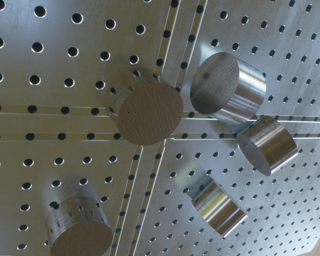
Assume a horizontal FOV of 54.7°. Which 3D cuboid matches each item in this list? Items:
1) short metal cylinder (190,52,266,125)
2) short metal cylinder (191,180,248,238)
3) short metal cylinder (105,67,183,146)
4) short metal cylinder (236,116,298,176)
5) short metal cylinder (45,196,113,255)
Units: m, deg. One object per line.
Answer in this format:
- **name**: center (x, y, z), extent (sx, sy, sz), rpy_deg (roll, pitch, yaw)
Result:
- **short metal cylinder**: center (0.084, -0.049, 0.391), extent (0.050, 0.080, 0.080), rpy_deg (17, 110, -35)
- **short metal cylinder**: center (0.098, 0.132, 0.511), extent (0.050, 0.080, 0.080), rpy_deg (-45, 129, 3)
- **short metal cylinder**: center (-0.020, -0.026, 0.368), extent (0.081, 0.050, 0.079), rpy_deg (-14, 124, -21)
- **short metal cylinder**: center (0.165, 0.027, 0.482), extent (0.050, 0.080, 0.080), rpy_deg (-34, 129, -6)
- **short metal cylinder**: center (-0.110, 0.140, 0.421), extent (0.081, 0.050, 0.079), rpy_deg (-14, 124, -21)
